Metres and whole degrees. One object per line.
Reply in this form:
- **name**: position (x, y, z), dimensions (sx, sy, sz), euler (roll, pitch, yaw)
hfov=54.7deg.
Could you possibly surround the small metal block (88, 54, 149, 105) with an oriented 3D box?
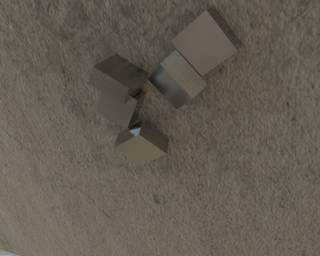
- **small metal block**: position (-0.049, -0.061, 0.378), dimensions (0.050, 0.050, 0.025), euler (31, 128, 7)

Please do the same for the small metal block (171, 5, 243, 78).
- **small metal block**: position (0.049, -0.090, 0.325), dimensions (0.050, 0.025, 0.050), euler (-33, 100, 38)

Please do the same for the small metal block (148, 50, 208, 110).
- **small metal block**: position (0.018, -0.053, 0.349), dimensions (0.050, 0.025, 0.050), euler (47, 161, -5)

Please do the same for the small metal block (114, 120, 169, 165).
- **small metal block**: position (-0.024, 0.021, 0.419), dimensions (0.050, 0.025, 0.050), euler (-28, 128, 37)

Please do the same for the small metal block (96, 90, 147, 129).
- **small metal block**: position (-0.052, -0.035, 0.411), dimensions (0.050, 0.025, 0.050), euler (31, 128, 8)
